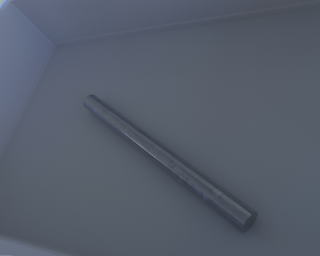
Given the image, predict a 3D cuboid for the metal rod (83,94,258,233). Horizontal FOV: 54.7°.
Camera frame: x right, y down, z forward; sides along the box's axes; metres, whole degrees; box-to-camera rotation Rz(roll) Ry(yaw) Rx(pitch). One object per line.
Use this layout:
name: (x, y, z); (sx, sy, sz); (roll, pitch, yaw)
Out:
metal rod: (-0.011, 0.026, 0.394); (0.300, 0.025, 0.025); (34, 81, 38)
